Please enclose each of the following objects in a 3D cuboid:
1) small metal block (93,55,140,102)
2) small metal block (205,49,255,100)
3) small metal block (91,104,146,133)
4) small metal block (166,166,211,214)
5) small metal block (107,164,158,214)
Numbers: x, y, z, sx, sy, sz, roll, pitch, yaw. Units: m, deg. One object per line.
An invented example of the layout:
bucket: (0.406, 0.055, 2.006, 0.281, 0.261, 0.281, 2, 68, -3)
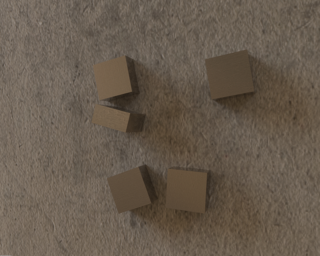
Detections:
small metal block: (-0.060, -0.067, 0.429, 0.050, 0.025, 0.050, -12, 86, 19)
small metal block: (0.086, -0.063, 0.378, 0.050, 0.025, 0.050, -10, 87, 19)
small metal block: (-0.054, -0.013, 0.414, 0.050, 0.050, 0.025, 15, 95, 19)
small metal block: (0.036, 0.078, 0.396, 0.050, 0.025, 0.050, 4, 91, 19)
small metal block: (-0.038, 0.083, 0.421, 0.050, 0.025, 0.050, -22, 83, 18)
